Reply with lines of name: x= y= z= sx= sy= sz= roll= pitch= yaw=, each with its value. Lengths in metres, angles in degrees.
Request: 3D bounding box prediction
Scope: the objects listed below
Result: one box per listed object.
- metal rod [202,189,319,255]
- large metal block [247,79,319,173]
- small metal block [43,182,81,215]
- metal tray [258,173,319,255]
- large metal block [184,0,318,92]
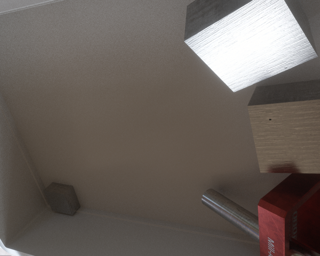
metal rod: x=0.152 y=0.136 z=0.311 sx=0.300 sy=0.025 sz=0.025 roll=26 pitch=135 yaw=51
large metal block: x=0.142 y=-0.001 z=0.317 sx=0.080 sy=0.050 sz=0.080 roll=-4 pitch=117 yaw=29
small metal block: x=-0.185 y=0.133 z=0.586 sx=0.050 sy=0.025 sz=0.050 roll=3 pitch=120 yaw=26
metal tray: x=0.153 y=0.117 z=0.350 sx=0.030 sy=0.091 sz=0.129 roll=22 pitch=130 yaw=49
large metal block: x=0.079 y=-0.087 z=0.275 sx=0.080 sy=0.050 sz=0.080 roll=-23 pitch=136 yaw=36
